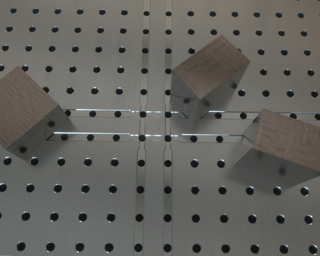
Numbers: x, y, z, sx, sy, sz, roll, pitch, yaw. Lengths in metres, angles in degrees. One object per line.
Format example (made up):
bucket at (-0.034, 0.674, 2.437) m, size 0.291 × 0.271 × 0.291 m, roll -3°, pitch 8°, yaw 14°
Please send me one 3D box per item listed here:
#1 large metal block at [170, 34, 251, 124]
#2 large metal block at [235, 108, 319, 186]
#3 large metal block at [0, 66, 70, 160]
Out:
large metal block at (0.061, -0.061, 0.406) m, size 0.080 × 0.080 × 0.050 m, roll -38°, pitch 75°, yaw -13°
large metal block at (0.145, 0.026, 0.375) m, size 0.080 × 0.080 × 0.050 m, roll 20°, pitch 71°, yaw 6°
large metal block at (-0.181, -0.019, 0.403) m, size 0.080 × 0.050 × 0.080 m, roll 42°, pitch 75°, yaw 13°
